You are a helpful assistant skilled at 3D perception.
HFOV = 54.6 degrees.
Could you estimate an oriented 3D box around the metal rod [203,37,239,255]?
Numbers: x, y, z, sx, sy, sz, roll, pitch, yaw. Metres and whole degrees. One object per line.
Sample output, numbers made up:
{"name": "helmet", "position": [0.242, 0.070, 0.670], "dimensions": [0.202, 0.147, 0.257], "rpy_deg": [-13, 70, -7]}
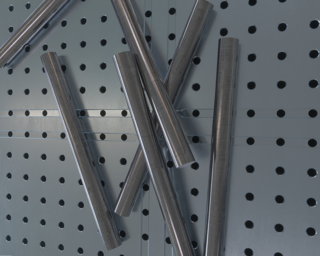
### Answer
{"name": "metal rod", "position": [0.075, 0.040, 0.386], "dimensions": [0.025, 0.025, 0.298], "rpy_deg": [4, 91, 20]}

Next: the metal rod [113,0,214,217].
{"name": "metal rod", "position": [0.002, -0.021, 0.412], "dimensions": [0.025, 0.025, 0.299], "rpy_deg": [24, 98, 18]}

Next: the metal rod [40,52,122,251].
{"name": "metal rod", "position": [-0.117, 0.029, 0.454], "dimensions": [0.025, 0.025, 0.299], "rpy_deg": [-23, 82, 18]}

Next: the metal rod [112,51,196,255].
{"name": "metal rod", "position": [-0.003, 0.051, 0.392], "dimensions": [0.025, 0.025, 0.299], "rpy_deg": [-17, 93, 19]}

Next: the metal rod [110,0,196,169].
{"name": "metal rod", "position": [-0.022, -0.091, 0.401], "dimensions": [0.025, 0.025, 0.299], "rpy_deg": [-26, 74, 18]}

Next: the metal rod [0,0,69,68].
{"name": "metal rod", "position": [-0.153, -0.197, 0.467], "dimensions": [0.300, 0.025, 0.025], "rpy_deg": [-38, 78, 16]}
